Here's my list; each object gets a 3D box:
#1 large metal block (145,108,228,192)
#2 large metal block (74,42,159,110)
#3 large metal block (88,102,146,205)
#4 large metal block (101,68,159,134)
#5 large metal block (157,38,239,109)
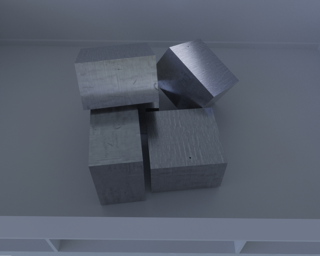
[{"bbox_3d":[0.026,0.024,0.364,0.081,0.050,0.080,-4,50,-4],"label":"large metal block"},{"bbox_3d":[-0.048,-0.062,0.354,0.081,0.050,0.080,-7,25,-6],"label":"large metal block"},{"bbox_3d":[-0.046,0.028,0.343,0.050,0.080,0.080,-5,50,-5],"label":"large metal block"},{"bbox_3d":[-0.042,-0.038,0.419,0.081,0.050,0.080,-1,50,-1],"label":"large metal block"},{"bbox_3d":[0.046,-0.067,0.410,0.080,0.050,0.081,50,41,7],"label":"large metal block"}]
